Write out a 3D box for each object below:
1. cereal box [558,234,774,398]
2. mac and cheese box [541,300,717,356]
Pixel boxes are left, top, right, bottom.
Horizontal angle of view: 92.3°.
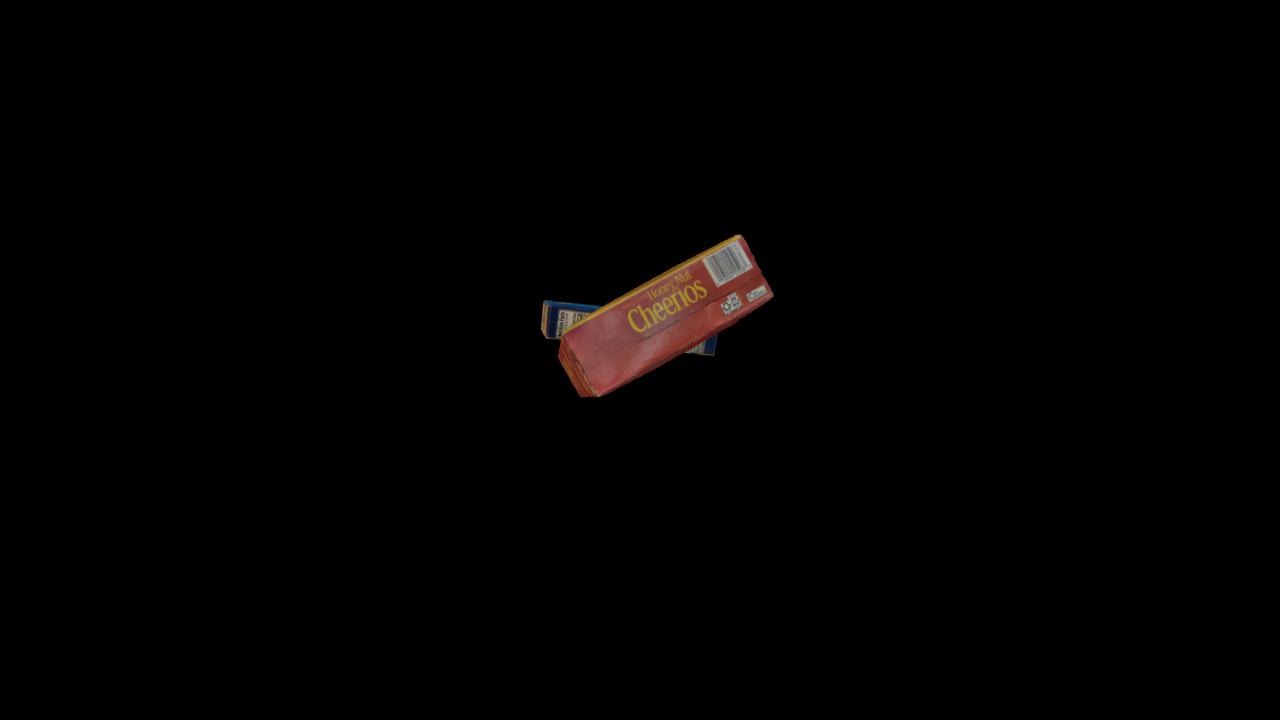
[{"bbox_3d":[0.007,-0.035,0.721,0.203,0.081,0.306,-30,2,-8],"label":"cereal box"},{"bbox_3d":[-0.014,-0.036,0.683,0.184,0.041,0.093,6,8,-12],"label":"mac and cheese box"}]
